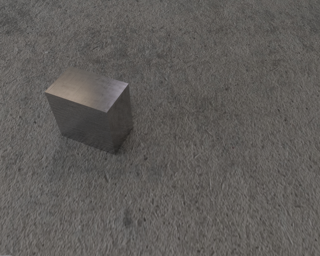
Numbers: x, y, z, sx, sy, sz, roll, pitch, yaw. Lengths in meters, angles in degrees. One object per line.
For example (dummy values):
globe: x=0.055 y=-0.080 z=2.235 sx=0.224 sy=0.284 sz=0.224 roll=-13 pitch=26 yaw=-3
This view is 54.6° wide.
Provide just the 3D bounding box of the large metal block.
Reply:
large metal block: x=-0.083 y=-0.021 z=0.385 sx=0.080 sy=0.080 sz=0.050 roll=18 pitch=53 yaw=15
